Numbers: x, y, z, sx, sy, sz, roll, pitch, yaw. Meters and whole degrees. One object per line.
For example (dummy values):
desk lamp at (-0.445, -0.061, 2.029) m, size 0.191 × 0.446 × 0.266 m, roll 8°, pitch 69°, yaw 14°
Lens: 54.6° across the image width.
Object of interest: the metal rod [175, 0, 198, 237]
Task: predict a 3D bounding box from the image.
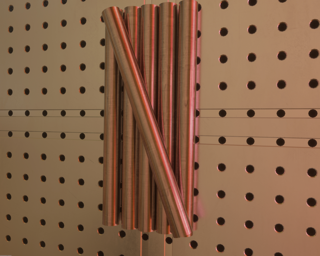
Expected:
metal rod at (0.034, -0.012, 0.402) m, size 0.025 × 0.025 × 0.298 m, roll 1°, pitch 90°, yaw 20°

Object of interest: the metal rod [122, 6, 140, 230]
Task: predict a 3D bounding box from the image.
metal rod at (-0.038, -0.013, 0.426) m, size 0.025 × 0.025 × 0.298 m, roll 1°, pitch 90°, yaw 20°

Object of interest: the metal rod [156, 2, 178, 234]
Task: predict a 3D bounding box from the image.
metal rod at (0.009, -0.012, 0.410) m, size 0.025 × 0.025 × 0.298 m, roll 1°, pitch 90°, yaw 20°

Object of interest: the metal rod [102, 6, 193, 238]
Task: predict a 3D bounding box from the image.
metal rod at (-0.018, -0.012, 0.393) m, size 0.025 × 0.025 × 0.299 m, roll -20°, pitch 83°, yaw 19°

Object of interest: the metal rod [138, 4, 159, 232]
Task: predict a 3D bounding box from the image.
metal rod at (-0.016, -0.013, 0.417) m, size 0.025 × 0.025 × 0.298 m, roll 1°, pitch 90°, yaw 20°

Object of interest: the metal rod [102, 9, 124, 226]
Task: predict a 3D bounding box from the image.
metal rod at (-0.066, -0.015, 0.435) m, size 0.025 × 0.025 × 0.298 m, roll 1°, pitch 90°, yaw 20°
